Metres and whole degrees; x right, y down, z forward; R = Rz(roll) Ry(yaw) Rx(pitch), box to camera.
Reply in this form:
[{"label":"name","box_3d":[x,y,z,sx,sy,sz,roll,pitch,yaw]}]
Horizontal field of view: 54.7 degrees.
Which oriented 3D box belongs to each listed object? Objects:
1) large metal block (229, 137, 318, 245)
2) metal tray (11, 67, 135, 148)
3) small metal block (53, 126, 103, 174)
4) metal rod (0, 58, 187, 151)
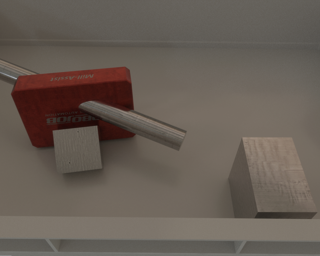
[{"label":"large metal block","box_3d":[0.107,0.065,0.316,0.050,0.080,0.080,0,50,0]},{"label":"metal tray","box_3d":[-0.098,-0.024,0.379,0.131,0.089,0.030,-6,43,-6]},{"label":"small metal block","box_3d":[-0.096,0.025,0.366,0.050,0.025,0.050,-7,87,-6]},{"label":"metal rod","box_3d":[-0.113,-0.040,0.371,0.301,0.025,0.025,21,53,7]}]
